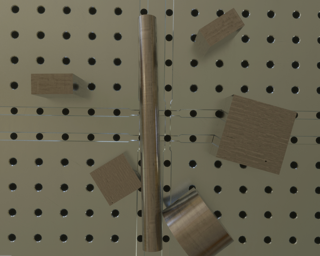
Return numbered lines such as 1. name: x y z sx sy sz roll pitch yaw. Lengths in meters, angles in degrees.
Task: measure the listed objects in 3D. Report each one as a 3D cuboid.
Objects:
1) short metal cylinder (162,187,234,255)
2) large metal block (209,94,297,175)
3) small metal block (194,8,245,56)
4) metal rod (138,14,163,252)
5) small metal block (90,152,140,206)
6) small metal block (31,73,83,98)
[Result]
1. short metal cylinder: 0.047 0.122 0.387 0.050 0.080 0.080 -37 90 0
2. large metal block: 0.118 0.008 0.403 0.080 0.050 0.080 16 90 -1
3. small metal block: 0.075 -0.123 0.402 0.050 0.050 0.025 -32 90 0
4. metal rod: -0.013 0.002 0.400 0.025 0.025 0.298 -2 85 -1
5. small metal block: -0.056 0.067 0.413 0.050 0.025 0.050 -31 90 0
6. small metal block: -0.131 -0.054 0.399 0.050 0.050 0.025 -1 90 -1
